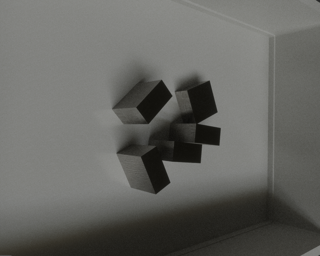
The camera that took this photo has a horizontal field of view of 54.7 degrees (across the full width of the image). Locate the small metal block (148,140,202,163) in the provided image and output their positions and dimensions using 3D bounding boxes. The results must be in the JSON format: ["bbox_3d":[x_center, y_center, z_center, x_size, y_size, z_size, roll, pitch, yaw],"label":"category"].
[{"bbox_3d":[0.019,0.031,0.409,0.050,0.050,0.025,8,85,-40],"label":"small metal block"}]

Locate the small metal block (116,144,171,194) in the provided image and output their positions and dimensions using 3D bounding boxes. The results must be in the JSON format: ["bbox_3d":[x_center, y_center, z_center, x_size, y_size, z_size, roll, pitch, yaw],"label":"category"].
[{"bbox_3d":[-0.020,0.048,0.375,0.025,0.050,0.050,-33,111,-36],"label":"small metal block"}]

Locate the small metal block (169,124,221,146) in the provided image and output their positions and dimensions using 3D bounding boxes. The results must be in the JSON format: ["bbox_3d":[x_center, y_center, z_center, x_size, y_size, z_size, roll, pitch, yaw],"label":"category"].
[{"bbox_3d":[0.048,0.009,0.433,0.050,0.050,0.025,9,85,-40],"label":"small metal block"}]

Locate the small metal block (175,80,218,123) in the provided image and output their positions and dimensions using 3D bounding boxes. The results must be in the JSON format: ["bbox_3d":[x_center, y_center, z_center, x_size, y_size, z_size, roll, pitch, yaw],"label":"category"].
[{"bbox_3d":[0.054,-0.038,0.454,0.050,0.025,0.050,-27,108,-37],"label":"small metal block"}]

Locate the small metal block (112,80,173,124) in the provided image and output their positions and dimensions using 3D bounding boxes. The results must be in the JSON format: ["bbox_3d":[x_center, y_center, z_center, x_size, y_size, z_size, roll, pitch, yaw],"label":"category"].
[{"bbox_3d":[-0.022,-0.031,0.374,0.050,0.050,0.025,-51,120,-28],"label":"small metal block"}]
